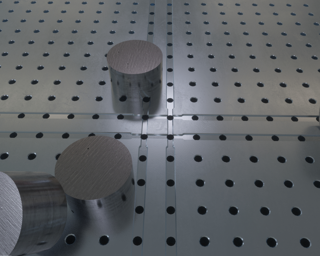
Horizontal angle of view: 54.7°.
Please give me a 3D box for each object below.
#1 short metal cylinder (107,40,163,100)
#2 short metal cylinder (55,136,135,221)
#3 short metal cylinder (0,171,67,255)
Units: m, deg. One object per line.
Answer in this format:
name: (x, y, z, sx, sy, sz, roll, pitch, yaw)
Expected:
short metal cylinder: (-0.036, -0.088, 0.465, 0.081, 0.050, 0.080, 0, 50, 0)
short metal cylinder: (-0.069, 0.055, 0.344, 0.081, 0.050, 0.080, 0, 50, 0)
short metal cylinder: (-0.137, 0.082, 0.296, 0.080, 0.050, 0.080, -5, 80, 28)
